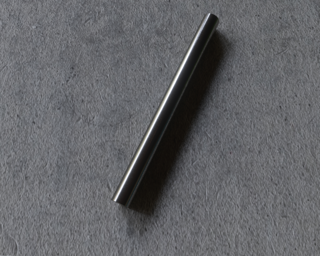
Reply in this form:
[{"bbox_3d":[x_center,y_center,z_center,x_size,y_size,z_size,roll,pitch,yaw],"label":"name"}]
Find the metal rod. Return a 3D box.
[{"bbox_3d":[0.015,-0.036,0.421,0.025,0.025,0.300,23,72,8],"label":"metal rod"}]
